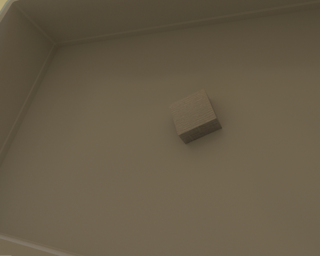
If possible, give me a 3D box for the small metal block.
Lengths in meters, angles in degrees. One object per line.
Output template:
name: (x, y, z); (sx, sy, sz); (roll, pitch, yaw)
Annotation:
small metal block: (0.044, -0.015, 0.393); (0.050, 0.025, 0.050); (-25, 53, 13)
